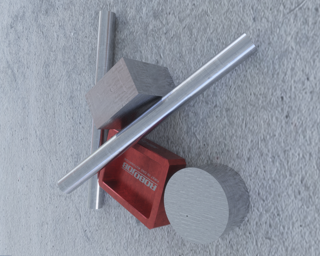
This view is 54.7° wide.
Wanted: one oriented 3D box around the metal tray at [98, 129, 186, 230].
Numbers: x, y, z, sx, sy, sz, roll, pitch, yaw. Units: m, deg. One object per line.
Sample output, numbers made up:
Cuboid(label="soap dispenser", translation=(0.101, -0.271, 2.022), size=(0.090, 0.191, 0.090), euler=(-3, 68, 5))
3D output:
Cuboid(label="metal tray", translation=(-0.030, 0.061, 0.411), size=(0.130, 0.030, 0.089), euler=(25, 106, 45))

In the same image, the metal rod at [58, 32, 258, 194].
Cuboid(label="metal rod", translation=(-0.017, -0.006, 0.375), size=(0.299, 0.025, 0.025), euler=(-37, 67, 19))

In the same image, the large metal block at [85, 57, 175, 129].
Cuboid(label="large metal block", translation=(-0.034, -0.039, 0.395), size=(0.080, 0.081, 0.050), euler=(-36, 68, 34))

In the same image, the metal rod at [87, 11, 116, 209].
Cuboid(label="metal rod", translation=(-0.091, -0.025, 0.476), size=(0.025, 0.025, 0.298), euler=(7, 95, 39))

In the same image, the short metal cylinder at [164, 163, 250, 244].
Cuboid(label="short metal cylinder", translation=(0.052, 0.081, 0.345), size=(0.080, 0.050, 0.079), euler=(0, 90, 39))
